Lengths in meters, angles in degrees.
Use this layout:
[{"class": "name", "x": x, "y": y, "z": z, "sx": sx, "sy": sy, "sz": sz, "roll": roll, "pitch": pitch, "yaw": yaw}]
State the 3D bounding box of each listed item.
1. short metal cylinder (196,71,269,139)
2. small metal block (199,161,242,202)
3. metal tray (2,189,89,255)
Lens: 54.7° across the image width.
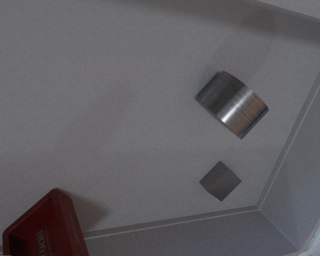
[{"class": "short metal cylinder", "x": 0.094, "y": -0.030, "z": 0.408, "sx": 0.050, "sy": 0.080, "sz": 0.080, "roll": -48, "pitch": 129, "yaw": 6}, {"class": "small metal block", "x": 0.103, "y": 0.091, "z": 0.523, "sx": 0.050, "sy": 0.025, "sz": 0.050, "roll": -47, "pitch": 130, "yaw": 4}, {"class": "metal tray", "x": -0.134, "y": 0.144, "z": 0.358, "sx": 0.090, "sy": 0.130, "sz": 0.030, "roll": -41, "pitch": 130, "yaw": -1}]
